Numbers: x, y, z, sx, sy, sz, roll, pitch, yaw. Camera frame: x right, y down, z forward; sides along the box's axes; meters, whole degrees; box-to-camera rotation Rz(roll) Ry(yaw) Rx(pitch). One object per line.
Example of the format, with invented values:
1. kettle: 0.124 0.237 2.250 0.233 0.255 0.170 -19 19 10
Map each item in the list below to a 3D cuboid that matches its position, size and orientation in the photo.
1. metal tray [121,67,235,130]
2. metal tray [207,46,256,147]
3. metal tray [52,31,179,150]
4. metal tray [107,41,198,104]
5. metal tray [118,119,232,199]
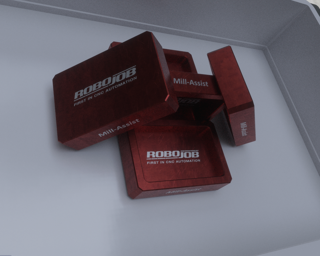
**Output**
1. metal tray: 0.016 -0.031 0.390 0.131 0.090 0.030 1 62 -29
2. metal tray: 0.100 -0.038 0.421 0.030 0.130 0.090 -19 64 10
3. metal tray: -0.053 -0.039 0.340 0.030 0.130 0.090 41 32 -60
4. metal tray: -0.006 -0.071 0.440 0.131 0.030 0.090 0 62 -29
5. metal tray: 0.019 0.035 0.387 0.131 0.030 0.090 1 61 -29
